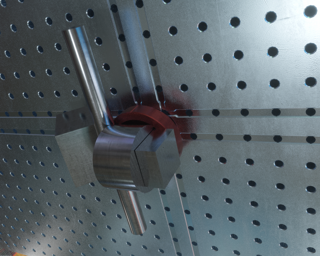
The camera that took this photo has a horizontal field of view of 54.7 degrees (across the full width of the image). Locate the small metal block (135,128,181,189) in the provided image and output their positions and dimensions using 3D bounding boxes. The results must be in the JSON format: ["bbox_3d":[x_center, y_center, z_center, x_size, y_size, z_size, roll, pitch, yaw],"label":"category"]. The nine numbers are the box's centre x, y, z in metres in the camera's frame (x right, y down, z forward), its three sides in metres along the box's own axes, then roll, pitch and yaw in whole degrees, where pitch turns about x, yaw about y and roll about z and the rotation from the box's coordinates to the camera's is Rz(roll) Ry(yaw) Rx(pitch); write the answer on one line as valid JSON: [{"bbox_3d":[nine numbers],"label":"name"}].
[{"bbox_3d":[-0.001,0.034,0.361,0.025,0.050,0.050,1,119,27],"label":"small metal block"}]

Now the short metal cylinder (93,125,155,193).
[{"bbox_3d":[-0.036,0.036,0.376,0.050,0.080,0.079,1,119,27],"label":"short metal cylinder"}]

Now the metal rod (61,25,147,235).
[{"bbox_3d":[-0.064,0.021,0.402,0.025,0.025,0.298,1,119,27],"label":"metal rod"}]

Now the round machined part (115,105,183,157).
[{"bbox_3d":[-0.015,0.013,0.413,0.098,0.042,0.097,13,124,20],"label":"round machined part"}]

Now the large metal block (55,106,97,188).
[{"bbox_3d":[-0.108,0.023,0.437,0.050,0.080,0.079,-18,116,-9],"label":"large metal block"}]
